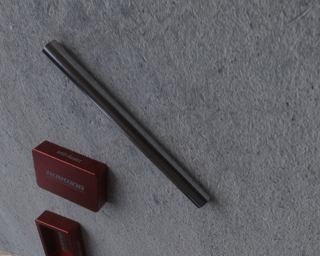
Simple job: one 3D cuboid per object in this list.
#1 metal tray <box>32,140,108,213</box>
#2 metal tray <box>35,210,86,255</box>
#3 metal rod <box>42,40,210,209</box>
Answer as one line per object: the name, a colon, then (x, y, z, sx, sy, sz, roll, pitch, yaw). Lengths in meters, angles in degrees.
metal tray: (-0.154, 0.083, 0.534, 0.130, 0.030, 0.089, 19, 126, 16)
metal tray: (-0.209, 0.243, 0.660, 0.090, 0.030, 0.129, 13, 124, 20)
metal rod: (-0.043, -0.002, 0.426, 0.300, 0.025, 0.025, 46, 129, -4)
